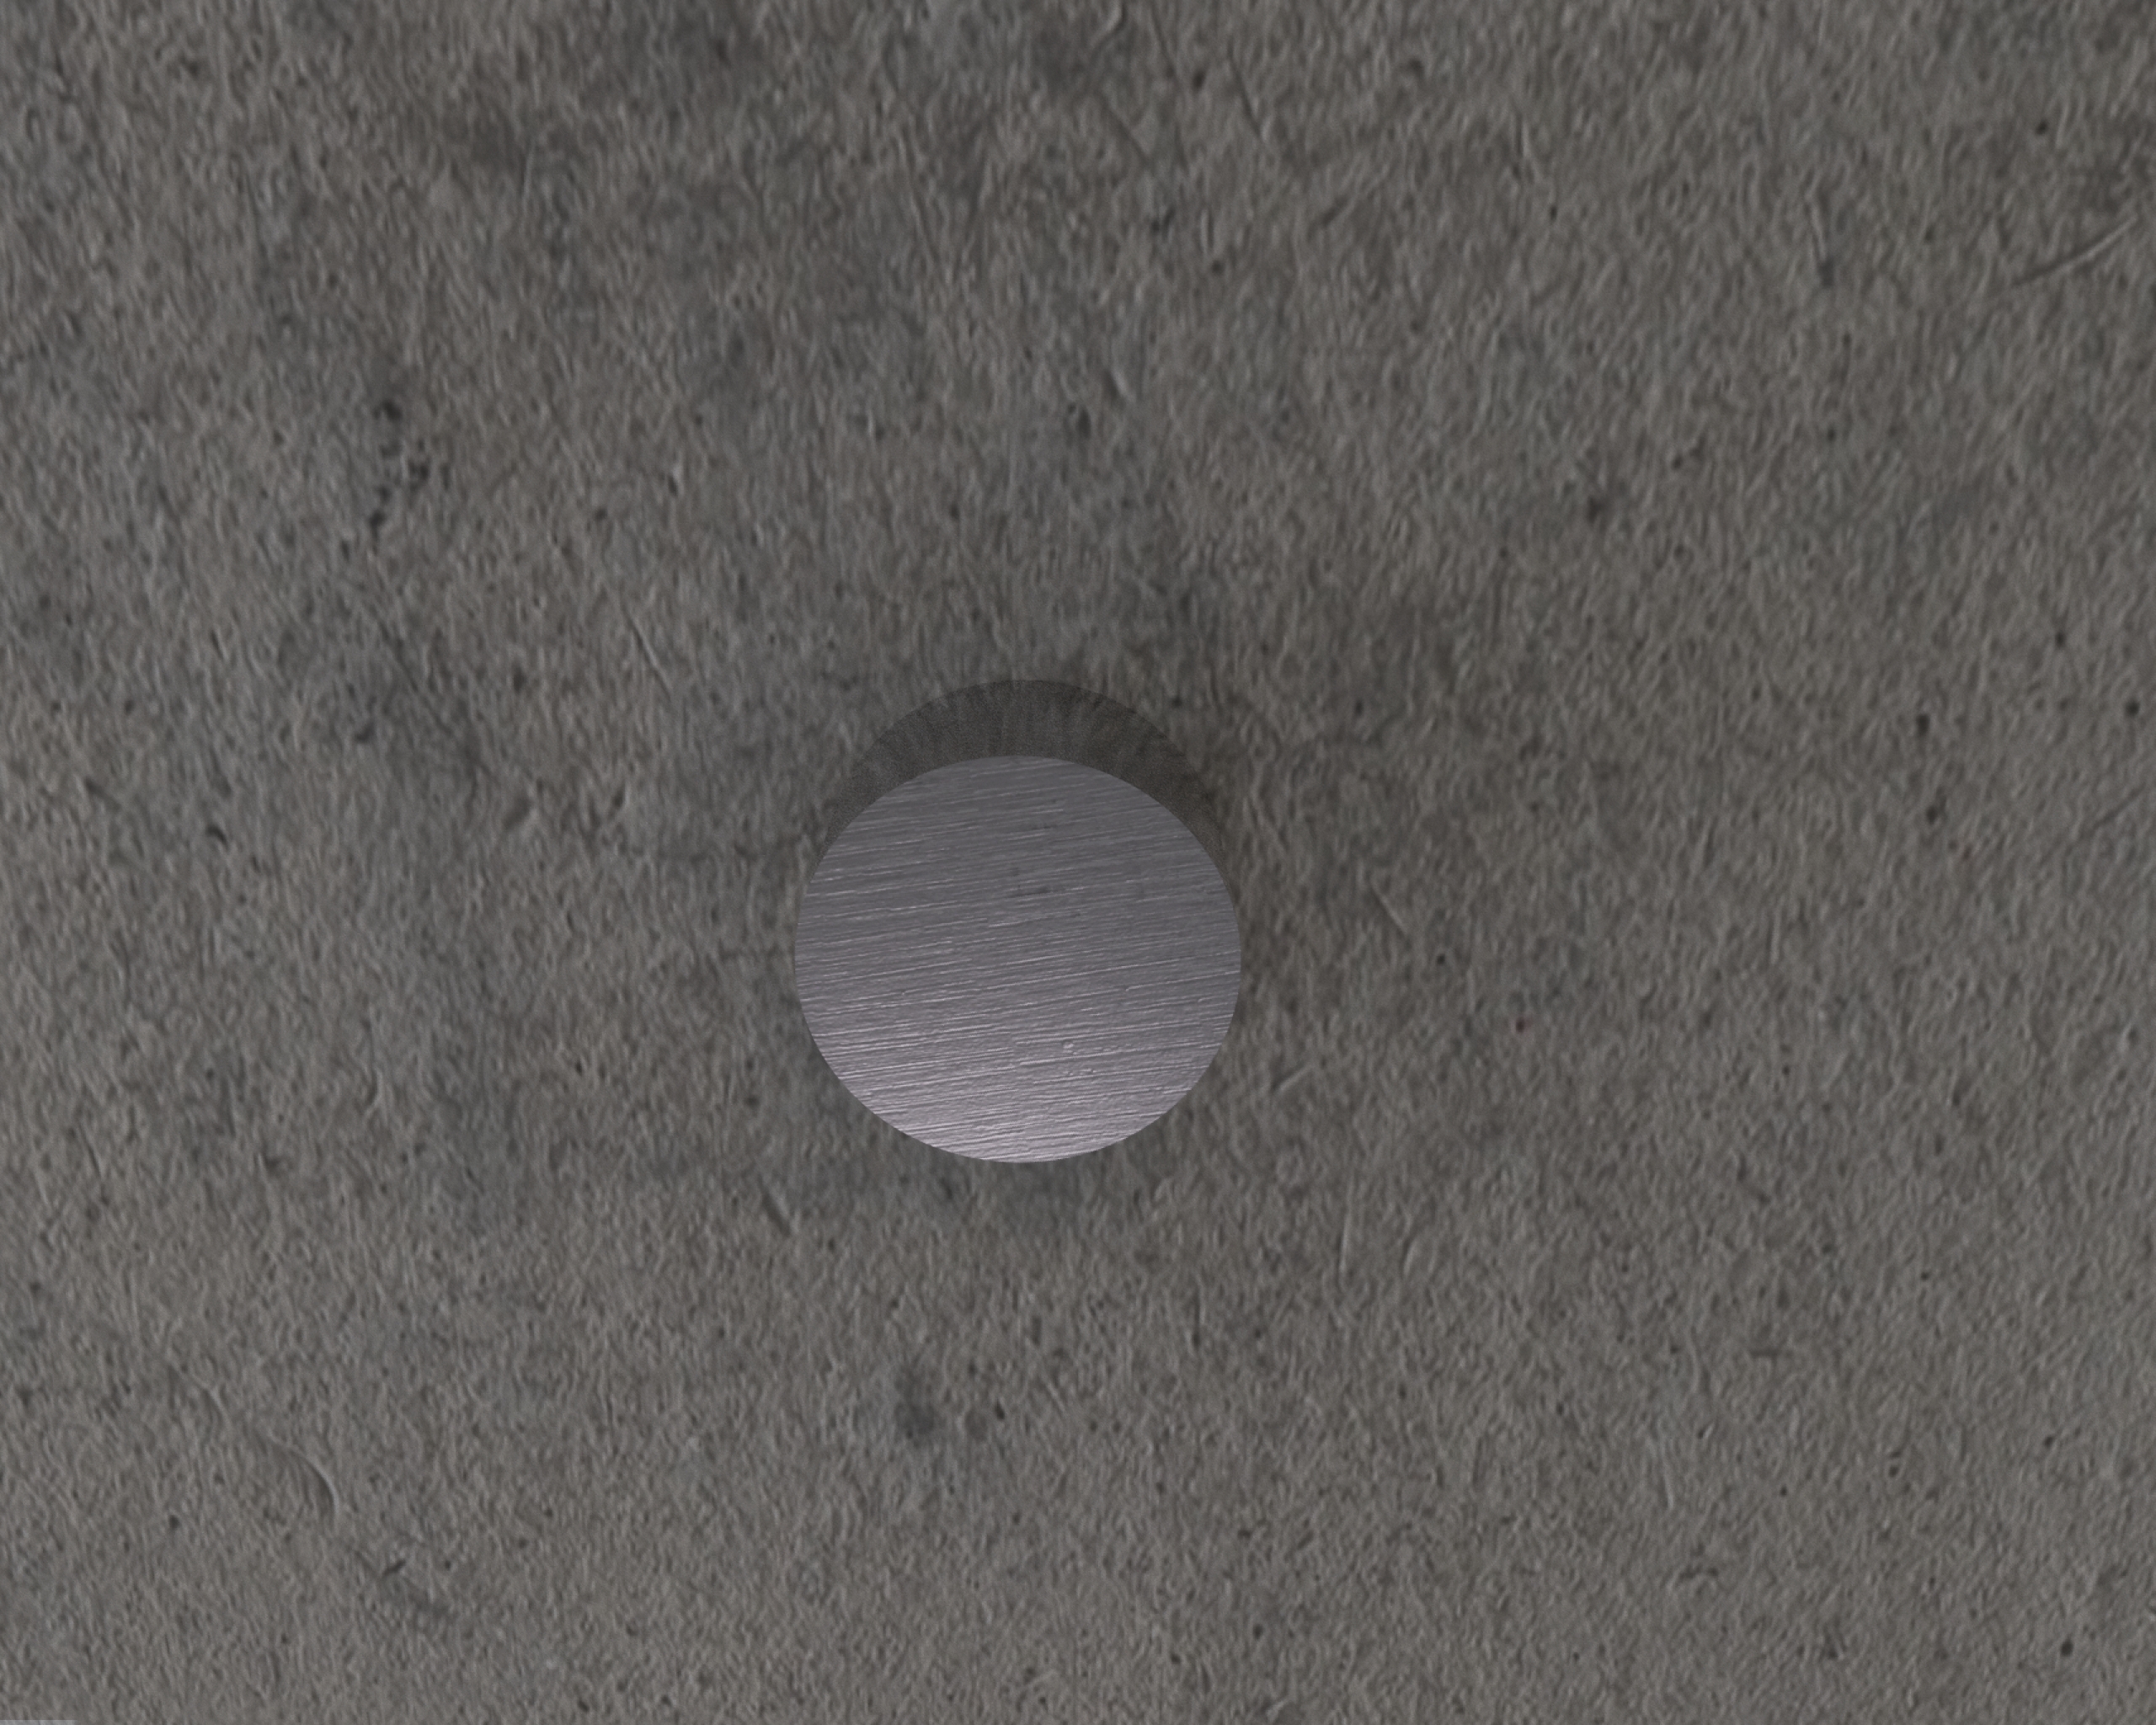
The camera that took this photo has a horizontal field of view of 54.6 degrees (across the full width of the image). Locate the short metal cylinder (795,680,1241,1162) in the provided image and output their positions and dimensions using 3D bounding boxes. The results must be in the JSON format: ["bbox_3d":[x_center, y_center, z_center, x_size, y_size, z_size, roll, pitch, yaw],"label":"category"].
[{"bbox_3d":[-0.011,0.010,0.400,0.080,0.050,0.079,0,110,0],"label":"short metal cylinder"}]
